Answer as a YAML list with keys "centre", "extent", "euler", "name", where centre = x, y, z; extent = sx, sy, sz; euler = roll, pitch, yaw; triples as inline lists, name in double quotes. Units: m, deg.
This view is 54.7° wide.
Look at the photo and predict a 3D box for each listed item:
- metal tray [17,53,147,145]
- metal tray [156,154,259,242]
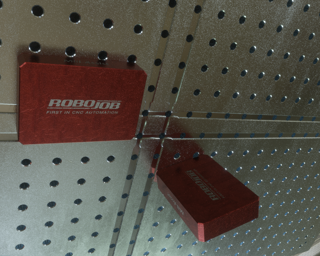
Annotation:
- centre: [-0.086, -0.030, 0.344]
  extent: [0.131, 0.030, 0.089]
  euler: [-1, 119, -28]
  name: "metal tray"
- centre: [0.062, 0.090, 0.433]
  extent: [0.091, 0.130, 0.030]
  euler: [-17, 118, -19]
  name: "metal tray"
